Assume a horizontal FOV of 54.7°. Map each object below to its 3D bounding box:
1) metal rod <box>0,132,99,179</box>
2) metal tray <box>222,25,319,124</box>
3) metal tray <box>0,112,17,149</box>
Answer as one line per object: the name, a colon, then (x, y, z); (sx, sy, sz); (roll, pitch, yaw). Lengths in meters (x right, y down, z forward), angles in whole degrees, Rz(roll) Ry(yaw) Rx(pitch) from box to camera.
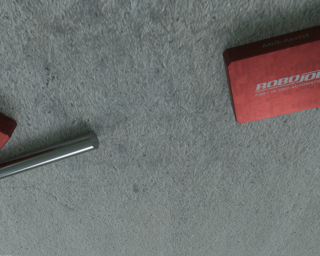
metal rod: (-0.228, 0.061, 0.455); (0.301, 0.025, 0.025); (-18, 128, 14)
metal tray: (0.145, -0.060, 0.355); (0.131, 0.030, 0.090); (-13, 129, 10)
metal tray: (-0.267, -0.007, 0.394); (0.130, 0.030, 0.090); (36, 121, -27)
